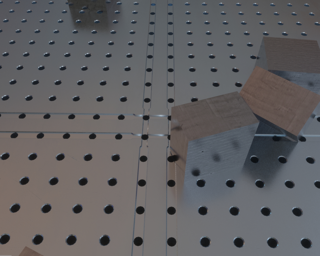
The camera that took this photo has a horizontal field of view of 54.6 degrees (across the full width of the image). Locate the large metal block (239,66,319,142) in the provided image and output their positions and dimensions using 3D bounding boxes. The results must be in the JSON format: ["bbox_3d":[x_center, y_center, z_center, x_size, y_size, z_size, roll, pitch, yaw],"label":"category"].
[{"bbox_3d":[0.148,-0.027,0.387,0.080,0.080,0.050,33,97,25],"label":"large metal block"}]

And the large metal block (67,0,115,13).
[{"bbox_3d":[-0.136,-0.282,0.628,0.080,0.050,0.080,10,51,8],"label":"large metal block"}]

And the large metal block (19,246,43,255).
[{"bbox_3d":[-0.079,0.148,0.247,0.080,0.080,0.050,20,53,16],"label":"large metal block"}]

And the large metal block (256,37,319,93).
[{"bbox_3d":[0.194,-0.091,0.469,0.080,0.050,0.080,6,50,5],"label":"large metal block"}]

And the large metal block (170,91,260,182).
[{"bbox_3d":[0.059,0.011,0.363,0.081,0.080,0.050,-14,52,-12],"label":"large metal block"}]
